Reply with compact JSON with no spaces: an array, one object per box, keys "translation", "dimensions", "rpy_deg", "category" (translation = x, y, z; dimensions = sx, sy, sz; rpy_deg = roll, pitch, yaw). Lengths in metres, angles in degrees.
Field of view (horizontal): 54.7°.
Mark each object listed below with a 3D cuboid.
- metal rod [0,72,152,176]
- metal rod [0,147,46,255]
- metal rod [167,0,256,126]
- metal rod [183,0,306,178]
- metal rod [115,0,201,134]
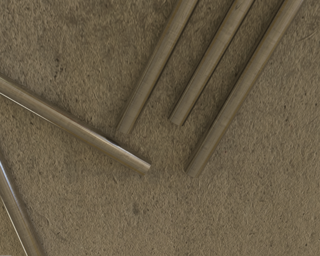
[{"translation":[-0.144,-0.021,0.400],"dimensions":[0.301,0.025,0.025],"rpy_deg":[32,107,-11],"category":"metal rod"},{"translation":[-0.218,0.083,0.438],"dimensions":[0.025,0.025,0.298],"rpy_deg":[-11,110,4],"category":"metal rod"},{"translation":[0.089,-0.134,0.360],"dimensions":[0.025,0.025,0.298],"rpy_deg":[26,108,-9],"category":"metal rod"},{"translation":[0.109,-0.064,0.387],"dimensions":[0.025,0.025,0.298],"rpy_deg":[25,108,-9],"category":"metal rod"},{"translation":[0.020,-0.123,0.364],"dimensions":[0.025,0.025,0.298],"rpy_deg":[26,108,-9],"category":"metal rod"}]
